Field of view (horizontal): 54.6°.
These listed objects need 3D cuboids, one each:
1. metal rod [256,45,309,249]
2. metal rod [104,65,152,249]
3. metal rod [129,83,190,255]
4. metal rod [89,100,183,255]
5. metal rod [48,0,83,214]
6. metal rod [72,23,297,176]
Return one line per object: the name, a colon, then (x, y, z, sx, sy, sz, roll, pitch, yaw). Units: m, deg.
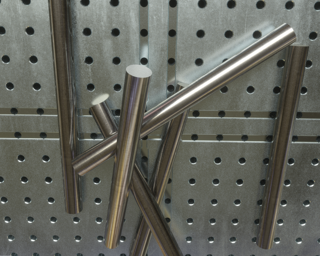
metal rod: (0.165, 0.039, 0.428, 0.025, 0.025, 0.298, 1, 110, -1)
metal rod: (-0.047, 0.060, 0.387, 0.025, 0.025, 0.298, 10, 128, -4)
metal rod: (-0.003, 0.082, 0.443, 0.025, 0.025, 0.298, 14, 110, -5)
metal rod: (-0.018, 0.103, 0.425, 0.025, 0.025, 0.299, -24, 99, 8)
metal rod: (-0.121, -0.021, 0.404, 0.025, 0.025, 0.298, 2, 110, -1)
metal rod: (0.023, -0.030, 0.373, 0.300, 0.025, 0.025, -32, 107, 7)
